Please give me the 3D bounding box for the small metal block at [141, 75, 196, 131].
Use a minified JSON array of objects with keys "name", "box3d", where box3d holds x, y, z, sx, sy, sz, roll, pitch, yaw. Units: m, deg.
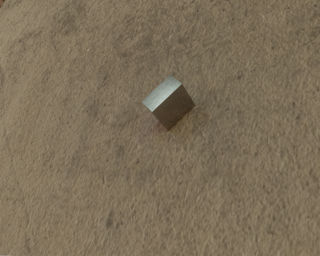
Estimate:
[{"name":"small metal block","box3d":[0.012,-0.032,0.402,0.050,0.050,0.025,-44,51,-2]}]
